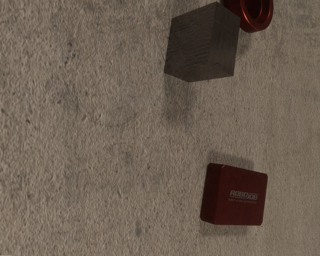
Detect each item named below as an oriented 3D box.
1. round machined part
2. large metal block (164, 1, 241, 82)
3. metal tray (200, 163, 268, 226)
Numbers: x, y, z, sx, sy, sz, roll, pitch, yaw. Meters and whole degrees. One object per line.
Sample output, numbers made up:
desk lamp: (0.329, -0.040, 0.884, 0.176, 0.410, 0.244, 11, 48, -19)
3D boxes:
round machined part: (0.145, -0.208, 0.518, 0.099, 0.042, 0.097, 0, 90, -40)
large metal block: (0.056, -0.111, 0.418, 0.050, 0.080, 0.080, 14, 81, -40)
metal tray: (0.126, 0.112, 0.510, 0.131, 0.030, 0.090, 16, 80, -39)
